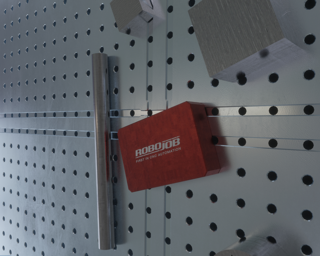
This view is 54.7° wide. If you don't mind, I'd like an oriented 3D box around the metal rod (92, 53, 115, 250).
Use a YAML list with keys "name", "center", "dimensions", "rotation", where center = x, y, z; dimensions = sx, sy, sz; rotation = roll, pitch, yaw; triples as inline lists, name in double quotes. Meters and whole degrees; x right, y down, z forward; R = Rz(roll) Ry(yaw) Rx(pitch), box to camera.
- name: "metal rod"
  center: [-0.088, 0.034, 0.482]
  dimensions: [0.025, 0.025, 0.298]
  rotation: [-4, 87, 40]

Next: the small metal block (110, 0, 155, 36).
- name: "small metal block"
  center: [-0.040, -0.170, 0.443]
  dimensions: [0.050, 0.025, 0.050]
  rotation: [-29, 72, 36]

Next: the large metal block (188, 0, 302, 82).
- name: "large metal block"
  center: [0.086, -0.103, 0.322]
  dimensions: [0.080, 0.050, 0.080]
  rotation: [-25, 74, 37]

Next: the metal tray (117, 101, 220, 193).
- name: "metal tray"
  center: [0.005, 0.028, 0.402]
  dimensions: [0.130, 0.030, 0.090]
  rotation: [-21, 77, 38]

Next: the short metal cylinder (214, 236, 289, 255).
- name: "short metal cylinder"
  center: [0.093, 0.157, 0.316]
  dimensions: [0.080, 0.050, 0.079]
  rotation: [0, 90, 40]
